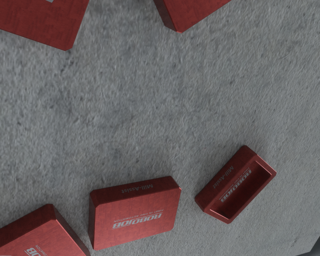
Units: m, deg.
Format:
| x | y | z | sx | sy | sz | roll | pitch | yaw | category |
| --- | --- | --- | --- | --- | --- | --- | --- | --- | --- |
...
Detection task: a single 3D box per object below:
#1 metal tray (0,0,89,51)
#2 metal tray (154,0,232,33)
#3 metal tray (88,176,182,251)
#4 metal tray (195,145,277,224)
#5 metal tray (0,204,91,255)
| x | y | z | sx | sy | sz | roll | pitch | yaw | category |
| --- | --- | --- | --- | --- | --- | --- | --- | --- | --- |
| -0.125 | -0.129 | 0.256 | 0.131 | 0.030 | 0.089 | 13 | 111 | -34 | metal tray |
| 0.049 | -0.173 | 0.325 | 0.130 | 0.030 | 0.090 | -35 | 129 | -6 | metal tray |
| -0.038 | 0.125 | 0.462 | 0.131 | 0.030 | 0.089 | -6 | 121 | -26 | metal tray |
| 0.134 | 0.102 | 0.542 | 0.130 | 0.030 | 0.090 | -49 | 129 | 6 | metal tray |
| -0.159 | 0.172 | 0.424 | 0.091 | 0.030 | 0.129 | -28 | 128 | -11 | metal tray |
